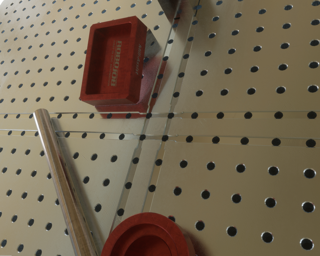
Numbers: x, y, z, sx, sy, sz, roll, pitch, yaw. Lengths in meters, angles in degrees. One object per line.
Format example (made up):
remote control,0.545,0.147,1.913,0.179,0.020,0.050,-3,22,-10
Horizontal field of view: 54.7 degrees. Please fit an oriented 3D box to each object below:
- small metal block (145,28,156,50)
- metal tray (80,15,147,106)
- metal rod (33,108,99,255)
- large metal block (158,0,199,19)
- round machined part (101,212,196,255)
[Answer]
small metal block,-0.044,-0.148,0.520,0.050,0.025,0.050,-48,52,-6
metal tray,-0.072,-0.102,0.480,0.090,0.030,0.129,0,77,27
metal rod,-0.136,0.073,0.432,0.025,0.025,0.300,-37,51,3
large metal block,0.028,-0.240,0.504,0.050,0.080,0.080,1,62,28
round machined part,-0.009,0.140,0.315,0.098,0.042,0.098,-13,56,20
